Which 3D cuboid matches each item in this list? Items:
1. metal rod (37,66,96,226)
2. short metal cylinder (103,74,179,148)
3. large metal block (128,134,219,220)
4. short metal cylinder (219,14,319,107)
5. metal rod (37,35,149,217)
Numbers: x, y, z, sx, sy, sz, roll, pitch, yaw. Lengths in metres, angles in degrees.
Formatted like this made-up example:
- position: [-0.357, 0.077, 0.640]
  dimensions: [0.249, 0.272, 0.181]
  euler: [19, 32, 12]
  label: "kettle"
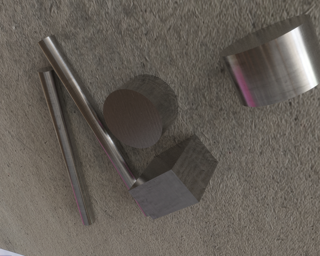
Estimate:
- position: [-0.148, 0.046, 0.513]
  dimensions: [0.025, 0.025, 0.298]
  euler: [8, 122, 24]
  label: "metal rod"
- position: [-0.023, -0.021, 0.390]
  dimensions: [0.080, 0.050, 0.079]
  euler: [13, 124, 21]
  label: "short metal cylinder"
- position: [0.019, 0.063, 0.400]
  dimensions: [0.080, 0.080, 0.050]
  euler: [-33, 100, 38]
  label: "large metal block"
- position: [0.101, -0.061, 0.280]
  dimensions: [0.080, 0.080, 0.050]
  euler: [-16, 110, 34]
  label: "short metal cylinder"
- position: [-0.083, 0.007, 0.455]
  dimensions: [0.025, 0.025, 0.299]
  euler: [-17, 110, 35]
  label: "metal rod"
